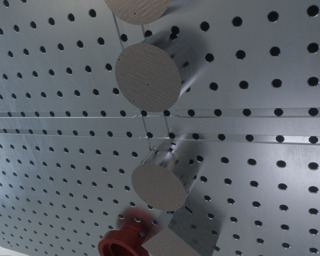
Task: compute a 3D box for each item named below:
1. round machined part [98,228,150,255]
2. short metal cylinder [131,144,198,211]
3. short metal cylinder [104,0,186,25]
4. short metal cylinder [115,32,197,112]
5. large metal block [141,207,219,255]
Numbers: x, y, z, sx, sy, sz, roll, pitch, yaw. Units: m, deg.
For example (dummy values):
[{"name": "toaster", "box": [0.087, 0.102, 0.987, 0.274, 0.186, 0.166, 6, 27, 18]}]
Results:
[{"name": "round machined part", "box": [-0.062, 0.224, 0.572, 0.098, 0.042, 0.097, 13, 124, 21]}, {"name": "short metal cylinder", "box": [0.008, 0.069, 0.434, 0.080, 0.050, 0.079, 13, 124, 21]}, {"name": "short metal cylinder", "box": [-0.014, -0.149, 0.310, 0.080, 0.050, 0.079, 13, 124, 21]}, {"name": "short metal cylinder", "box": [-0.004, -0.065, 0.357, 0.080, 0.050, 0.079, 13, 124, 21]}, {"name": "large metal block", "box": [0.031, 0.179, 0.490, 0.080, 0.050, 0.080, 41, 129, 0]}]
